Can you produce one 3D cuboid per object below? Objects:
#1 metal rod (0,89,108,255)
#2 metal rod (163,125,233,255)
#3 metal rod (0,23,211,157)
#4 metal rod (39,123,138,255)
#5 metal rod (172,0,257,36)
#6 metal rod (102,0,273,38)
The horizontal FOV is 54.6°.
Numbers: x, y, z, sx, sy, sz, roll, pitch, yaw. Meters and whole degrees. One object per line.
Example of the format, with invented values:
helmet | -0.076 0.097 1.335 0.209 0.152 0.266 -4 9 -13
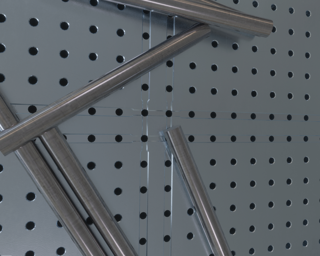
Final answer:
metal rod | -0.130 0.067 0.364 0.025 0.025 0.299 -32 101 -17
metal rod | 0.072 0.137 0.439 0.025 0.025 0.299 -25 98 -18
metal rod | -0.053 -0.060 0.378 0.302 0.025 0.025 -35 101 -22
metal rod | -0.063 0.127 0.389 0.025 0.025 0.299 -32 101 -17
metal rod | 0.016 -0.179 0.417 0.302 0.025 0.025 12 86 -20
metal rod | 0.007 -0.159 0.399 0.302 0.025 0.025 8 88 -14
